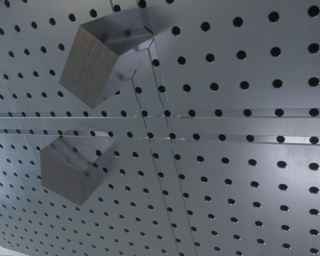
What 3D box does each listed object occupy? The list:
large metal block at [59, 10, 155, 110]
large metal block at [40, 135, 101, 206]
[{"bbox_3d":[-0.061,-0.080,0.359,0.050,0.080,0.080,39,129,2],"label":"large metal block"},{"bbox_3d":[-0.150,0.071,0.519,0.080,0.050,0.079,24,127,14],"label":"large metal block"}]
